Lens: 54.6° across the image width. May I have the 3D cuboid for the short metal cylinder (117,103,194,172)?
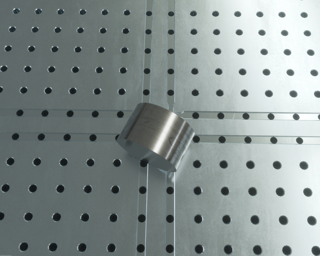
[{"bbox_3d":[-0.005,0.013,0.378,0.080,0.080,0.050,25,72,9],"label":"short metal cylinder"}]
